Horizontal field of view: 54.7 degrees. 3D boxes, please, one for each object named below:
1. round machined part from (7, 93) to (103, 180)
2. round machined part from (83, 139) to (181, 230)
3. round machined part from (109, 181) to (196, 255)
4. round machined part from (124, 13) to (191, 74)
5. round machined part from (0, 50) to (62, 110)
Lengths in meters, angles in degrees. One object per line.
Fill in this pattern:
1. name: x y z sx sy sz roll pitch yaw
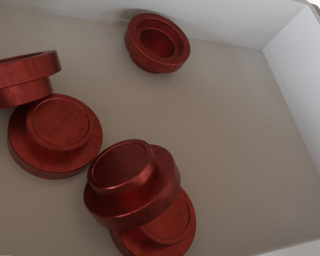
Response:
1. round machined part: -0.110 0.003 0.334 0.099 0.042 0.098 14 56 -21
2. round machined part: -0.032 0.048 0.310 0.098 0.098 0.042 -55 134 -39
3. round machined part: -0.003 0.095 0.335 0.099 0.042 0.098 14 56 -21
4. round machined part: -0.007 -0.121 0.464 0.099 0.042 0.098 14 56 -21
5. round machined part: -0.151 -0.049 0.321 0.099 0.098 0.042 -27 115 -37
